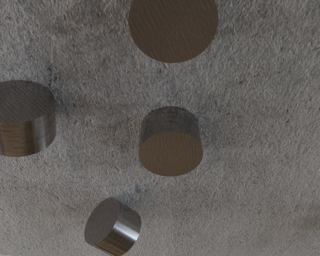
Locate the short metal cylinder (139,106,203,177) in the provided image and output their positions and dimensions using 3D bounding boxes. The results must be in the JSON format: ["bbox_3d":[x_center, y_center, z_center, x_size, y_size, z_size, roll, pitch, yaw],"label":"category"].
[{"bbox_3d":[0.014,0.018,0.406,0.081,0.050,0.079,0,130,0],"label":"short metal cylinder"}]

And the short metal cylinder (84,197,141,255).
[{"bbox_3d":[-0.077,0.162,0.508,0.080,0.080,0.050,-33,123,24],"label":"short metal cylinder"}]

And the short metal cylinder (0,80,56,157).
[{"bbox_3d":[-0.164,-0.013,0.359,0.081,0.080,0.050,8,130,-7],"label":"short metal cylinder"}]

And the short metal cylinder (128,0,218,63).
[{"bbox_3d":[0.012,-0.110,0.297,0.081,0.050,0.079,0,130,0],"label":"short metal cylinder"}]
